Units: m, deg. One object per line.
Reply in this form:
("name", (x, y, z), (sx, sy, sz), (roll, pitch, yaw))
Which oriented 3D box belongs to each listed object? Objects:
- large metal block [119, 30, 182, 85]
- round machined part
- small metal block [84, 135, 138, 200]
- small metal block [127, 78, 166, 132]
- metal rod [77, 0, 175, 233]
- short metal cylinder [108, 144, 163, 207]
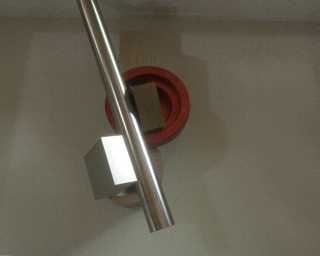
("large metal block", (-0.013, -0.085, 0.424), (0.081, 0.050, 0.080), (0, 70, -1))
("round machined part", (-0.014, -0.022, 0.376), (0.099, 0.042, 0.098), (0, 70, -1))
("small metal block", (-0.053, 0.042, 0.324), (0.025, 0.050, 0.050), (-5, 65, -38))
("small metal block", (-0.017, -0.028, 0.354), (0.025, 0.050, 0.050), (-16, 106, -10))
("metal rod", (-0.046, -0.036, 0.346), (0.025, 0.025, 0.299), (-18, 71, -7))
("short metal cylinder", (-0.037, 0.053, 0.376), (0.081, 0.050, 0.080), (0, 70, 0))
